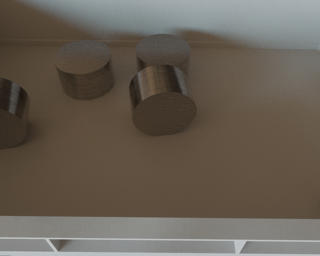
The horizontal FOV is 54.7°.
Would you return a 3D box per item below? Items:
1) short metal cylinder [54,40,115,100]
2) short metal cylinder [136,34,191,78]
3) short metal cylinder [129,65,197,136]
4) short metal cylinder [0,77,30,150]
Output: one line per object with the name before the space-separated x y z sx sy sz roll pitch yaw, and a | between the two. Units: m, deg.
short metal cylinder | -0.111 -0.087 0.461 0.081 0.050 0.080 0 50 0
short metal cylinder | 0.005 -0.099 0.473 0.081 0.050 0.080 0 50 0
short metal cylinder | 0.002 -0.034 0.398 0.081 0.080 0.050 -6 51 -6
short metal cylinder | -0.205 -0.017 0.381 0.081 0.080 0.050 -8 51 -7
